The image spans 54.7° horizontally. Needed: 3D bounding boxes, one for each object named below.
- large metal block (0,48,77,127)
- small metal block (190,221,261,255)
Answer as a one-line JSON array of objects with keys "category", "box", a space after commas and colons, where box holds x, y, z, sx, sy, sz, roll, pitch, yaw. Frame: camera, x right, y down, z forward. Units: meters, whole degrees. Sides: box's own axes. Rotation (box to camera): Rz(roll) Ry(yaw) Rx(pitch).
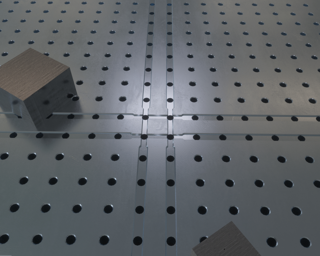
[{"category": "large metal block", "box": [-0.181, -0.060, 0.441, 0.080, 0.050, 0.080, 28, 55, 21]}, {"category": "small metal block", "box": [0.065, 0.128, 0.300, 0.050, 0.025, 0.050, -27, 55, -21]}]
